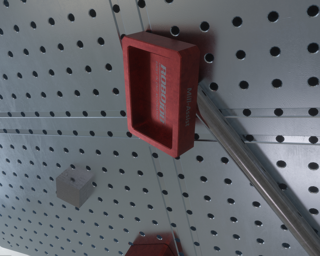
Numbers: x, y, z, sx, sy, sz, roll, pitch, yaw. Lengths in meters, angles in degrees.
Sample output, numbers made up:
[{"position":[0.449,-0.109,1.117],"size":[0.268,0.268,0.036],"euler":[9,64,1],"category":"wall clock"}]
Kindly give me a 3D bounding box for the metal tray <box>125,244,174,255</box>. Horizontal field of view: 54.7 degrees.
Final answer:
[{"position":[0.001,0.276,0.578],"size":[0.090,0.030,0.130],"euler":[-17,110,35],"category":"metal tray"}]

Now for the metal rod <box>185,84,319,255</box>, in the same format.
[{"position":[0.131,0.071,0.385],"size":[0.025,0.025,0.300],"euler":[-34,100,38],"category":"metal rod"}]

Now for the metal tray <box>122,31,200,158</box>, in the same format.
[{"position":[-0.001,-0.039,0.365],"size":[0.090,0.030,0.129],"euler":[27,131,37],"category":"metal tray"}]

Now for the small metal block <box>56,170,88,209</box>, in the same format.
[{"position":[-0.160,0.112,0.565],"size":[0.050,0.025,0.050],"euler":[22,127,15],"category":"small metal block"}]
